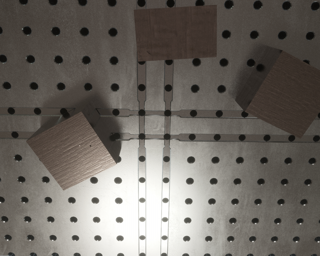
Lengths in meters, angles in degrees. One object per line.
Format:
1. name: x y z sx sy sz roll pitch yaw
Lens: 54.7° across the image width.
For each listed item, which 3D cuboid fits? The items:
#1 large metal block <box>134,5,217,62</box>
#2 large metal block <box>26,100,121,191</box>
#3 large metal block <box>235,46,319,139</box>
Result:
1. large metal block: 0.016 -0.107 0.345 0.081 0.080 0.050 -3 110 1
2. large metal block: -0.109 0.022 0.407 0.080 0.050 0.080 -27 108 9
3. large metal block: 0.155 -0.045 0.386 0.080 0.050 0.080 25 108 -9
